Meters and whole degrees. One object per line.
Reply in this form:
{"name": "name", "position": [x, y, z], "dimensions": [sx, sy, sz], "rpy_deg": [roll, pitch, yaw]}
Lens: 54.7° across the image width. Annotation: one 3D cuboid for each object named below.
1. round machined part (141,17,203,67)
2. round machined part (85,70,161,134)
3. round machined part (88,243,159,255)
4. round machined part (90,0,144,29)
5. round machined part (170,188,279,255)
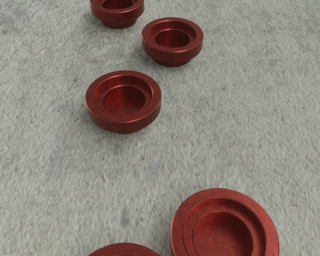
{"name": "round machined part", "position": [0.020, -0.137, 0.508], "dimensions": [0.099, 0.042, 0.098], "rpy_deg": [0, 50, 0]}
{"name": "round machined part", "position": [-0.047, -0.031, 0.417], "dimensions": [0.099, 0.042, 0.098], "rpy_deg": [0, 50, 0]}
{"name": "round machined part", "position": [-0.032, 0.153, 0.263], "dimensions": [0.099, 0.042, 0.098], "rpy_deg": [0, 50, 0]}
{"name": "round machined part", "position": [-0.078, -0.221, 0.577], "dimensions": [0.099, 0.042, 0.098], "rpy_deg": [0, 50, 0]}
{"name": "round machined part", "position": [0.059, 0.112, 0.299], "dimensions": [0.099, 0.042, 0.098], "rpy_deg": [0, 50, 0]}
